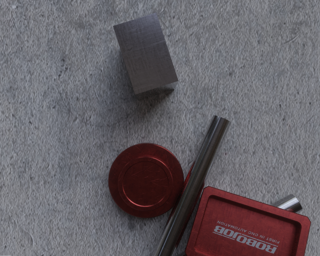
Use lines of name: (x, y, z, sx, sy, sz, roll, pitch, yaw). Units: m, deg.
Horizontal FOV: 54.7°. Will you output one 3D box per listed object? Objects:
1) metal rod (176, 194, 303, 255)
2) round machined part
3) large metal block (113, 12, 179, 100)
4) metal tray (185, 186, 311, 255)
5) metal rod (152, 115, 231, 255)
metal rod: (0.049, 0.170, 0.410, 0.301, 0.025, 0.025, -28, 90, -1)
round machined part: (-0.018, 0.069, 0.401, 0.099, 0.042, 0.097, 0, 90, -1)
large metal block: (-0.016, -0.083, 0.382, 0.050, 0.080, 0.080, -18, 90, 0)
metal tray: (0.106, 0.134, 0.382, 0.130, 0.030, 0.090, 16, 75, 14)
metal rod: (0.019, 0.125, 0.389, 0.025, 0.025, 0.299, 24, 86, -1)
